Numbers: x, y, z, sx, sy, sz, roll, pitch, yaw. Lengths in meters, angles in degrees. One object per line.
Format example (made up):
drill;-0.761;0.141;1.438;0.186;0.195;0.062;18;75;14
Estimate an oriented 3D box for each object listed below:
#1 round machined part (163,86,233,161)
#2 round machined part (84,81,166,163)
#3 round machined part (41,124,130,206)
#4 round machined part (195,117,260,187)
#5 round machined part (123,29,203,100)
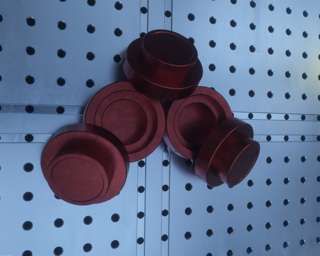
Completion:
round machined part;0.046;-0.006;0.422;0.099;0.042;0.097;0;90;-21
round machined part;-0.046;-0.007;0.386;0.099;0.042;0.097;0;90;-21
round machined part;-0.086;0.048;0.348;0.099;0.042;0.097;2;115;4
round machined part;0.095;0.038;0.412;0.099;0.042;0.097;-29;136;-32
round machined part;0.007;-0.083;0.380;0.099;0.042;0.098;11;49;-12
